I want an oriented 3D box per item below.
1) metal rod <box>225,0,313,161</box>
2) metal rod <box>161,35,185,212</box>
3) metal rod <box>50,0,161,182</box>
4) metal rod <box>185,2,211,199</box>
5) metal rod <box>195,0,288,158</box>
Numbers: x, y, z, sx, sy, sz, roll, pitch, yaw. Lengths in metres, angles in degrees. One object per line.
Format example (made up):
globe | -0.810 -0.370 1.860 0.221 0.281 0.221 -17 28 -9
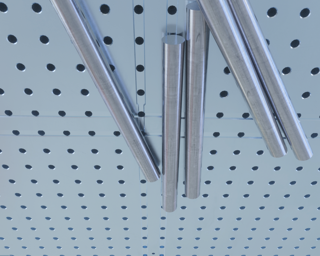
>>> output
metal rod | 0.128 -0.059 0.363 0.025 0.025 0.300 -26 126 20
metal rod | 0.015 0.019 0.427 0.025 0.025 0.298 -1 130 0
metal rod | -0.056 -0.035 0.380 0.025 0.025 0.299 -14 129 11
metal rod | 0.045 -0.008 0.405 0.025 0.025 0.298 -2 130 1
metal rod | 0.096 -0.058 0.347 0.025 0.025 0.300 -24 132 18
